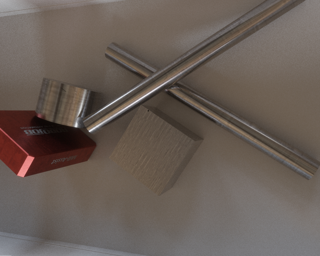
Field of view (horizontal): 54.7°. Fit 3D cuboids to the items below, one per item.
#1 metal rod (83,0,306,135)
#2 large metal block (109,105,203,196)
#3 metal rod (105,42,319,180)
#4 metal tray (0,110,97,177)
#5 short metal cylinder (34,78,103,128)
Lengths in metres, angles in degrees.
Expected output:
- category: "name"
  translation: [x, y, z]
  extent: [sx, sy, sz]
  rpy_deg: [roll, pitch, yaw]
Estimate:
- category: "metal rod"
  translation: [0.036, -0.080, 0.375]
  extent: [0.300, 0.025, 0.025]
  rpy_deg: [-32, 80, 8]
- category: "large metal block"
  translation: [-0.004, 0.026, 0.398]
  extent: [0.080, 0.050, 0.080]
  rpy_deg: [35, 101, 16]
- category: "metal rod"
  translation: [0.053, -0.030, 0.391]
  extent: [0.300, 0.025, 0.025]
  rpy_deg: [33, 101, 16]
- category: "metal tray"
  translation: [-0.156, 0.014, 0.407]
  extent: [0.090, 0.131, 0.030]
  rpy_deg: [37, 105, 16]
- category: "short metal cylinder"
  translation: [-0.124, -0.034, 0.423]
  extent: [0.080, 0.080, 0.050]
  rpy_deg: [17, 96, 19]
